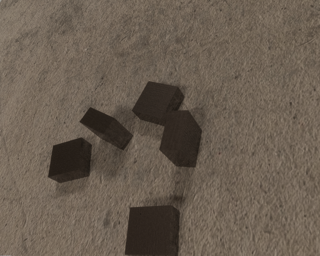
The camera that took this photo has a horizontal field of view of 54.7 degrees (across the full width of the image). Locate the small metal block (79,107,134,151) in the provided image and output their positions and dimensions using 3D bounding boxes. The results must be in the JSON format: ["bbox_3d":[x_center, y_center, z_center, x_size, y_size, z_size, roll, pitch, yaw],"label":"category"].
[{"bbox_3d":[-0.073,0.001,0.424,0.050,0.050,0.025,23,74,36],"label":"small metal block"}]

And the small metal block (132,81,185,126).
[{"bbox_3d":[-0.002,-0.033,0.424,0.050,0.025,0.050,16,70,34],"label":"small metal block"}]

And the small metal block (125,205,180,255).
[{"bbox_3d":[-0.007,0.113,0.337,0.050,0.025,0.050,-9,58,23],"label":"small metal block"}]

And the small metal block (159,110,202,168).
[{"bbox_3d":[0.026,0.013,0.365,0.025,0.050,0.050,0,62,28],"label":"small metal block"}]

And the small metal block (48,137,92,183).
[{"bbox_3d":[-0.127,0.046,0.440,0.050,0.025,0.050,-15,56,19],"label":"small metal block"}]
